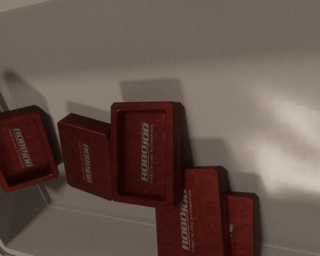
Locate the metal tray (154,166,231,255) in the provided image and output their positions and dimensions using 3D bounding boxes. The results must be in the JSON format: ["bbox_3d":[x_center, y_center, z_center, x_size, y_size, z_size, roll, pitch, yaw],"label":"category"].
[{"bbox_3d":[0.041,0.116,0.403,0.090,0.030,0.129,-5,85,28],"label":"metal tray"}]

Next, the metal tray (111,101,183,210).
[{"bbox_3d":[-0.018,0.032,0.397,0.090,0.030,0.129,1,92,27],"label":"metal tray"}]

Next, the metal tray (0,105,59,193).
[{"bbox_3d":[-0.228,0.035,0.507,0.030,0.091,0.129,-133,32,-55],"label":"metal tray"}]

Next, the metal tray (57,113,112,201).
[{"bbox_3d":[-0.109,0.047,0.490,0.090,0.030,0.129,15,125,19],"label":"metal tray"}]

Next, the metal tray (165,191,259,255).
[{"bbox_3d":[0.066,0.131,0.424,0.130,0.030,0.089,-1,87,28],"label":"metal tray"}]
